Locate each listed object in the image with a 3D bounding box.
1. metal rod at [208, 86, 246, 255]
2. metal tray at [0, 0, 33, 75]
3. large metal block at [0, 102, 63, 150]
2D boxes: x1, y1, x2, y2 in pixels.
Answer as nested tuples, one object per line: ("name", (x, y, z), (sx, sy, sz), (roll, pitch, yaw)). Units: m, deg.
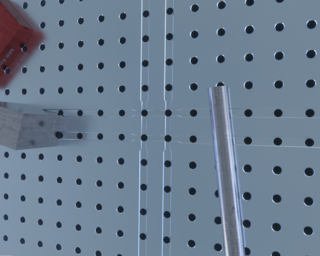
("metal rod", (0.086, 0.098, 0.381), (0.025, 0.025, 0.298), (-6, 88, 19))
("metal tray", (-0.278, -0.142, 0.506), (0.130, 0.030, 0.090), (-45, 77, 14))
("large metal block", (-0.207, -0.005, 0.454), (0.080, 0.080, 0.050), (16, 95, 19))
